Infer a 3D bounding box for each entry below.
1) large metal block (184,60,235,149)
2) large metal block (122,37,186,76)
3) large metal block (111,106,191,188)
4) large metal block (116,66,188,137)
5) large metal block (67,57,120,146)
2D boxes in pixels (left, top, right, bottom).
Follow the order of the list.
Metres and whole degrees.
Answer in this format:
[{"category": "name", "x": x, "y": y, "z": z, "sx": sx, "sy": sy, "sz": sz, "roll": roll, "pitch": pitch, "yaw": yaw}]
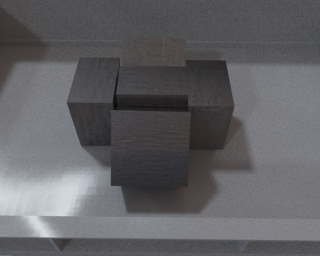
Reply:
[{"category": "large metal block", "x": 0.057, "y": -0.029, "z": 0.392, "sx": 0.050, "sy": 0.080, "sz": 0.080, "roll": 1, "pitch": 50, "yaw": 1}, {"category": "large metal block", "x": -0.007, "y": -0.089, "z": 0.435, "sx": 0.080, "sy": 0.080, "sz": 0.050, "roll": 1, "pitch": 88, "yaw": 1}, {"category": "large metal block", "x": -0.010, "y": 0.019, "z": 0.343, "sx": 0.081, "sy": 0.079, "sz": 0.050, "roll": 1, "pitch": 8, "yaw": -1}, {"category": "large metal block", "x": -0.009, "y": -0.031, "z": 0.394, "sx": 0.080, "sy": 0.080, "sz": 0.050, "roll": 1, "pitch": 50, "yaw": 0}, {"category": "large metal block", "x": -0.076, "y": -0.033, "z": 0.395, "sx": 0.050, "sy": 0.080, "sz": 0.080, "roll": 1, "pitch": 50, "yaw": 0}]
